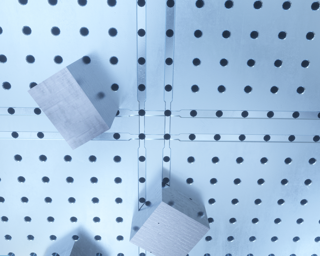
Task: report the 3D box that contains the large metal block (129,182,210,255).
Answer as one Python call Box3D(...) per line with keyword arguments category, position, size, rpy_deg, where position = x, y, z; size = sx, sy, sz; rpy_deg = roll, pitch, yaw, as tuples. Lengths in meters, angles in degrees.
Box3D(category="large metal block", position=(0.013, 0.140, 0.452), size=(0.080, 0.050, 0.080), rpy_deg=(33, 107, -12))

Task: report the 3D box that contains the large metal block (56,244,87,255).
Box3D(category="large metal block", position=(-0.144, 0.245, 0.489), size=(0.080, 0.050, 0.080), rpy_deg=(-36, 107, 12))

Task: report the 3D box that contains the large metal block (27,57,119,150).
Box3D(category="large metal block", position=(-0.097, -0.033, 0.371), size=(0.050, 0.080, 0.080), rpy_deg=(-29, 108, 10))
